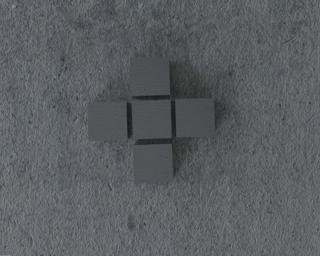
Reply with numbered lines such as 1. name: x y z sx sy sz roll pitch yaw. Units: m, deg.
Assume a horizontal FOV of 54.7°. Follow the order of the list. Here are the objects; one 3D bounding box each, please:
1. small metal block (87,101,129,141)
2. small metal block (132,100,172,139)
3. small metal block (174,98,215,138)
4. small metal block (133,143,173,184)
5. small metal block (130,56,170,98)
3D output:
1. small metal block: -0.068 -0.009 0.410 0.050 0.025 0.050 -2 90 -1
2. small metal block: -0.011 -0.011 0.411 0.050 0.025 0.050 -2 90 -1
3. small metal block: 0.045 -0.013 0.412 0.050 0.025 0.050 -2 90 -1
4. small metal block: -0.009 0.046 0.411 0.050 0.025 0.050 -2 90 -1
5. small metal block: -0.013 -0.067 0.411 0.050 0.025 0.050 -2 90 -1
